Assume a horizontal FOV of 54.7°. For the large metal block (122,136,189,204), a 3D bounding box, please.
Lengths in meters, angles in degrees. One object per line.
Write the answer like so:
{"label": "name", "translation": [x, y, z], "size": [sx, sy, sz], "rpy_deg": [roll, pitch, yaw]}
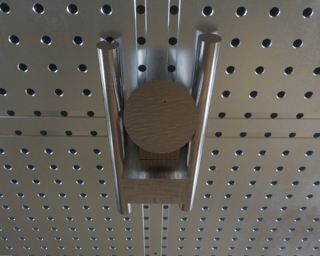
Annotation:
{"label": "large metal block", "translation": [-0.006, 0.054, 0.418], "size": [0.081, 0.080, 0.050], "rpy_deg": [1, 130, -1]}

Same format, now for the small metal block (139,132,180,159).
{"label": "small metal block", "translation": [-0.001, 0.014, 0.407], "size": [0.050, 0.050, 0.025], "rpy_deg": [1, 130, -2]}

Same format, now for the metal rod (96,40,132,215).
{"label": "metal rod", "translation": [-0.058, 0.024, 0.431], "size": [0.025, 0.025, 0.298], "rpy_deg": [0, 130, -1]}

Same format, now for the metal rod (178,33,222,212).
{"label": "metal rod", "translation": [0.048, 0.017, 0.427], "size": [0.025, 0.025, 0.298], "rpy_deg": [1, 130, -1]}

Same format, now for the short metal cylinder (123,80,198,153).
{"label": "short metal cylinder", "translation": [0.001, -0.011, 0.358], "size": [0.081, 0.050, 0.080], "rpy_deg": [0, 86, -1]}
